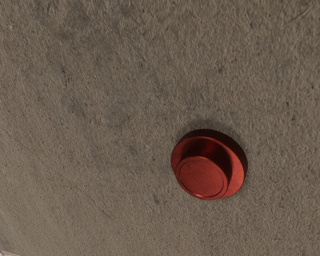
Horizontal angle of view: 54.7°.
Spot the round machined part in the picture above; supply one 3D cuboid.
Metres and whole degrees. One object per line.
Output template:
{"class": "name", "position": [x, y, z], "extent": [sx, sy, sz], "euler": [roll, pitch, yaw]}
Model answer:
{"class": "round machined part", "position": [0.059, 0.054, 0.397], "extent": [0.098, 0.042, 0.097], "euler": [13, 124, 20]}
